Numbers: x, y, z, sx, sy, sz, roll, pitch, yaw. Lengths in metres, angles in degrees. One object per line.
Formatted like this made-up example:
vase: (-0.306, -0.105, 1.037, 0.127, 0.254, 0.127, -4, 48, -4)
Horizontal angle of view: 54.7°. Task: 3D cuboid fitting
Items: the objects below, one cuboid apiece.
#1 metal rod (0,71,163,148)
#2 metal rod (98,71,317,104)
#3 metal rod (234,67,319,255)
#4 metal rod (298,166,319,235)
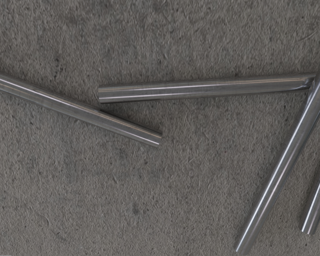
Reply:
metal rod: (-0.141, -0.037, 0.394, 0.302, 0.025, 0.025, 20, 109, -8)
metal rod: (0.075, -0.051, 0.391, 0.302, 0.025, 0.025, -3, 110, 1)
metal rod: (0.162, 0.057, 0.416, 0.025, 0.025, 0.298, 13, 115, -5)
metal rod: (0.244, 0.014, 0.416, 0.025, 0.025, 0.298, 8, 110, -3)
